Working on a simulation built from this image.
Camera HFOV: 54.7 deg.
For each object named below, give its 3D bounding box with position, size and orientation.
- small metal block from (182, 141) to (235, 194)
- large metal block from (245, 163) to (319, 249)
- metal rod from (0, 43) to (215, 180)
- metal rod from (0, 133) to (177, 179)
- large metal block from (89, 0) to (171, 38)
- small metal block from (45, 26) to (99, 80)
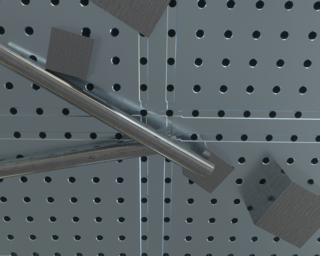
[{"bbox_3d":[0.067,0.055,0.434,0.050,0.025,0.050,36,106,-13],"label":"small metal block"},{"bbox_3d":[0.184,0.111,0.442,0.080,0.050,0.080,29,107,-10],"label":"large metal block"},{"bbox_3d":[-0.067,-0.018,0.388,0.301,0.025,0.025,30,107,-4],"label":"metal rod"},{"bbox_3d":[-0.125,0.043,0.427,0.302,0.025,0.025,-9,110,3],"label":"metal rod"},{"bbox_3d":[-0.026,-0.158,0.342,0.080,0.050,0.080,30,107,-11],"label":"large metal block"},{"bbox_3d":[-0.107,-0.092,0.378,0.050,0.025,0.050,15,109,-6],"label":"small metal block"}]
